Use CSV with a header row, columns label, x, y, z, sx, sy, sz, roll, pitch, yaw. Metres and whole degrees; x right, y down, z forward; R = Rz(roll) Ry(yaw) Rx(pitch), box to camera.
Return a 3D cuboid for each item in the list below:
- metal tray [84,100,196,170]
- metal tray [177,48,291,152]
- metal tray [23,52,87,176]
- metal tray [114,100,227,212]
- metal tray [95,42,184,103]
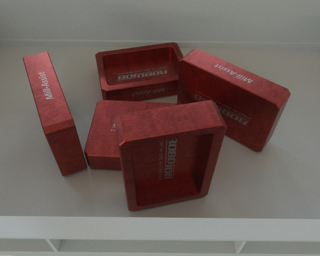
label,x,y,z,sx,sy,sz,roll,pitch,yaw
metal tray,-0.020,0.009,0.390,0.131,0.030,0.090,3,50,2
metal tray,0.084,-0.034,0.390,0.130,0.089,0.030,31,57,23
metal tray,-0.127,-0.018,0.374,0.030,0.089,0.130,-19,53,-16
metal tray,0.008,0.033,0.305,0.091,0.129,0.030,-9,51,-9
metal tray,-0.026,-0.085,0.470,0.131,0.030,0.090,-10,51,-9
